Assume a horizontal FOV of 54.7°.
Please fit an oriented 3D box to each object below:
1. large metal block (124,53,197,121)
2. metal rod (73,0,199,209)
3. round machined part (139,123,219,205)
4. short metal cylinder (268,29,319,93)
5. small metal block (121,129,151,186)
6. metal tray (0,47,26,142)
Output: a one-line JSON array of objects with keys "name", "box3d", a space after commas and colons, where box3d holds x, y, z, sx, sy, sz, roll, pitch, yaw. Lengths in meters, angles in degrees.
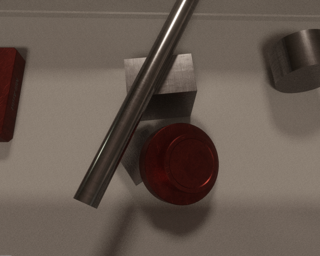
[{"name": "large metal block", "box3d": [0.000, -0.049, 0.398, 0.081, 0.080, 0.050, -6, 70, -3]}, {"name": "metal rod", "box3d": [-0.012, -0.056, 0.345, 0.025, 0.025, 0.300, 22, 71, 7]}, {"name": "round machined part", "box3d": [0.029, 0.042, 0.366, 0.099, 0.042, 0.097, 3, 82, -23]}, {"name": "short metal cylinder", "box3d": [0.191, -0.087, 0.415, 0.081, 0.080, 0.050, -5, 70, -2]}, {"name": "small metal block", "box3d": [-0.024, 0.038, 0.396, 0.050, 0.025, 0.050, -32, 73, -11]}, {"name": "metal tray", "box3d": [-0.243, -0.047, 0.421, 0.091, 0.030, 0.130, 0, 70, -1]}]
